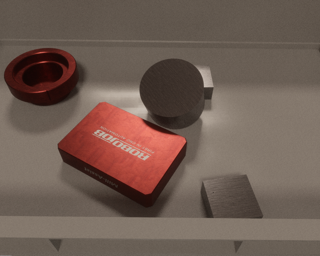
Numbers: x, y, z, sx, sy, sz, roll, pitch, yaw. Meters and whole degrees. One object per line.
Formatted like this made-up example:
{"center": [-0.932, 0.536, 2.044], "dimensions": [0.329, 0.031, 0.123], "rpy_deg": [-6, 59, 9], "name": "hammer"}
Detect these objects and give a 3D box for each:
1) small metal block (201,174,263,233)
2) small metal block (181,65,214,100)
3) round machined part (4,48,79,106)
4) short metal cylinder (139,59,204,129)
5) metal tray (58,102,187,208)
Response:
{"center": [0.076, 0.082, 0.337], "dimensions": [0.050, 0.025, 0.050], "rpy_deg": [-7, 51, -7], "name": "small metal block"}
{"center": [0.050, -0.069, 0.463], "dimensions": [0.050, 0.025, 0.050], "rpy_deg": [-1, 50, -2], "name": "small metal block"}
{"center": [-0.168, -0.070, 0.451], "dimensions": [0.099, 0.042, 0.098], "rpy_deg": [0, 50, 0], "name": "round machined part"}
{"center": [0.018, -0.044, 0.407], "dimensions": [0.080, 0.050, 0.080], "rpy_deg": [-3, 72, 8], "name": "short metal cylinder"}
{"center": [-0.044, 0.027, 0.379], "dimensions": [0.130, 0.030, 0.090], "rpy_deg": [24, 54, 19], "name": "metal tray"}
